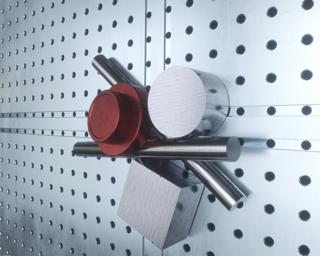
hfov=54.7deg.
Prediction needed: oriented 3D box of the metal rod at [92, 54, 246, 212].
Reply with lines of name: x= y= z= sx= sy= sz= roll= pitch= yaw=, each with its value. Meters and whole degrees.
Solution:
metal rod: x=-0.005 y=-0.011 z=0.412 sx=0.300 sy=0.025 sz=0.025 roll=46 pitch=117 yaw=30

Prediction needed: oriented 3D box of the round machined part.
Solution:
round machined part: x=-0.057 y=-0.012 z=0.400 sx=0.098 sy=0.042 sz=0.098 roll=-12 pitch=73 yaw=43

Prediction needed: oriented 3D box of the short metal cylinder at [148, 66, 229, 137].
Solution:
short metal cylinder: x=0.033 y=-0.029 z=0.363 sx=0.080 sy=0.050 sz=0.079 roll=0 pitch=90 yaw=39

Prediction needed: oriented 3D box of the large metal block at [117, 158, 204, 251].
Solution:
large metal block: x=-0.001 y=0.089 z=0.389 sx=0.080 sy=0.050 sz=0.079 roll=25 pitch=106 yaw=37

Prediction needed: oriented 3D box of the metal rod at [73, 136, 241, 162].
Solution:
metal rod: x=-0.031 y=0.028 z=0.409 sx=0.300 sy=0.025 sz=0.025 roll=-4 pitch=88 yaw=47
